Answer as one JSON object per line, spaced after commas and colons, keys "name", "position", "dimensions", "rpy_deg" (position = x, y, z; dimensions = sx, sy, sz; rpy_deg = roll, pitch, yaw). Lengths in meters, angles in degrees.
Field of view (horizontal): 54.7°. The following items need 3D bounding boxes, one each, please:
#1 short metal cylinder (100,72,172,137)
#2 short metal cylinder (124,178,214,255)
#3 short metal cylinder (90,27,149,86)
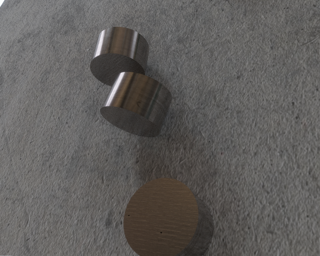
{"name": "short metal cylinder", "position": [-0.030, -0.028, 0.402], "dimensions": [0.080, 0.080, 0.050], "rpy_deg": [7, 66, 31]}
{"name": "short metal cylinder", "position": [0.010, 0.098, 0.322], "dimensions": [0.080, 0.050, 0.080], "rpy_deg": [-13, 56, 21]}
{"name": "short metal cylinder", "position": [-0.059, -0.103, 0.463], "dimensions": [0.080, 0.080, 0.050], "rpy_deg": [-8, 59, 24]}
